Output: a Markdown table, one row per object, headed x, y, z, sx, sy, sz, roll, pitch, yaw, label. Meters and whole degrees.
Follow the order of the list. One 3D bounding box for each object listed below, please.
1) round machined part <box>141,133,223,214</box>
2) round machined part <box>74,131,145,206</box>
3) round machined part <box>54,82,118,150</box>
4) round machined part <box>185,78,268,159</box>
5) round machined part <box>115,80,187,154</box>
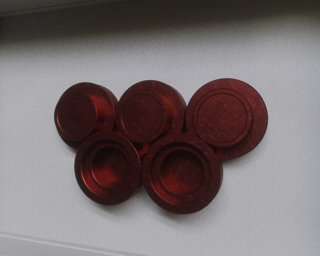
| x | y | z | sx | sy | sz | roll | pitch | yaw | label |
| --- | --- | --- | --- | --- | --- | --- | --- | --- | --- |
| 0.030 | 0.054 | 0.389 | 0.098 | 0.042 | 0.097 | 0 | 90 | 20 | round machined part |
| -0.063 | 0.052 | 0.422 | 0.098 | 0.042 | 0.097 | 0 | 90 | 20 | round machined part |
| -0.108 | -0.016 | 0.437 | 0.098 | 0.042 | 0.097 | 0 | 89 | 19 | round machined part |
| 0.077 | -0.011 | 0.371 | 0.098 | 0.042 | 0.097 | 0 | 89 | 20 | round machined part |
| -0.016 | -0.014 | 0.405 | 0.098 | 0.042 | 0.097 | 0 | 89 | 20 | round machined part |
